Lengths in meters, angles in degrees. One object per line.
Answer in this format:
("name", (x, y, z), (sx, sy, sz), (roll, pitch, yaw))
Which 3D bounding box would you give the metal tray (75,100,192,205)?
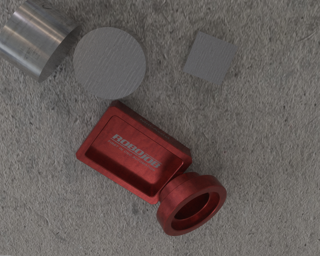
("metal tray", (-0.034, 0.035, 0.419), (0.130, 0.030, 0.090), (35, 106, -12))

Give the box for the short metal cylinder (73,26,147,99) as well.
("short metal cylinder", (-0.056, -0.079, 0.367), (0.081, 0.050, 0.079), (0, 110, 0))

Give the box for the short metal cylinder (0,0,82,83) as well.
("short metal cylinder", (-0.132, -0.097, 0.343), (0.050, 0.080, 0.080), (36, 106, -12))

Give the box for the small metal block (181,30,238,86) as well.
("small metal block", (0.059, -0.086, 0.379), (0.050, 0.025, 0.050), (19, 109, -7))

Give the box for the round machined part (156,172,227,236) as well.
("round machined part", (0.038, 0.098, 0.421), (0.099, 0.042, 0.097), (-20, 137, -20))
